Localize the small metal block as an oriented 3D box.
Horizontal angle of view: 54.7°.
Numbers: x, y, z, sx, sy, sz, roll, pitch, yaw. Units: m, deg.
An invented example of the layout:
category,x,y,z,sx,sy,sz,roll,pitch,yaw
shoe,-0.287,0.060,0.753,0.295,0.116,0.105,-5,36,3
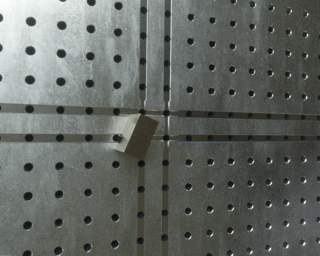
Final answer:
category,x,y,z,sx,sy,sz,roll,pitch,yaw
small metal block,-0.030,0.010,0.389,0.025,0.050,0.050,25,82,-19
